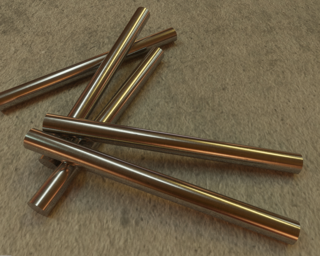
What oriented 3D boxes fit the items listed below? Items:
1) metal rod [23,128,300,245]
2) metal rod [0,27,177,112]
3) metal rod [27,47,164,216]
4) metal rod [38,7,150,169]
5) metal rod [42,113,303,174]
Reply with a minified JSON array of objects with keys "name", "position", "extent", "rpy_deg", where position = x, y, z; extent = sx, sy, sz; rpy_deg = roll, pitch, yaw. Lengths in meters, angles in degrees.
[{"name":"metal rod","position":[-0.005,0.059,0.333],"extent":[0.301,0.025,0.025],"rpy_deg":[19,52,7]},{"name":"metal rod","position":[-0.102,-0.099,0.484],"extent":[0.302,0.025,0.025],"rpy_deg":[-28,56,-22]},{"name":"metal rod","position":[-0.067,-0.018,0.417],"extent":[0.025,0.025,0.301],"rpy_deg":[20,52,15]},{"name":"metal rod","position":[-0.080,-0.075,0.443],"extent":[0.025,0.025,0.300],"rpy_deg":[16,58,13]},{"name":"metal rod","position":[0.016,0.019,0.367],"extent":[0.302,0.025,0.025],"rpy_deg":[9,50,-1]}]
